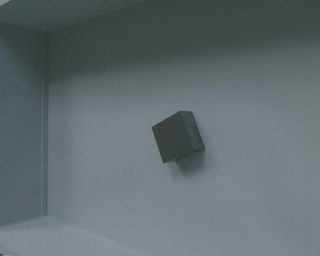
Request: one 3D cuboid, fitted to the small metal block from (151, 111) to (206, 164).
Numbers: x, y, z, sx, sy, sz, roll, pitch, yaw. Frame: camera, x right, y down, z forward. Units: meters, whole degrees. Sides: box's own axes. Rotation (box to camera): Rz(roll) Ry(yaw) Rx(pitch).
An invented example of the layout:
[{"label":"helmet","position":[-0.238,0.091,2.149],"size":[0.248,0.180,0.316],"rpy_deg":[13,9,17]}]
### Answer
[{"label":"small metal block","position":[0.022,0.012,0.389],"size":[0.050,0.025,0.050],"rpy_deg":[-29,72,36]}]
